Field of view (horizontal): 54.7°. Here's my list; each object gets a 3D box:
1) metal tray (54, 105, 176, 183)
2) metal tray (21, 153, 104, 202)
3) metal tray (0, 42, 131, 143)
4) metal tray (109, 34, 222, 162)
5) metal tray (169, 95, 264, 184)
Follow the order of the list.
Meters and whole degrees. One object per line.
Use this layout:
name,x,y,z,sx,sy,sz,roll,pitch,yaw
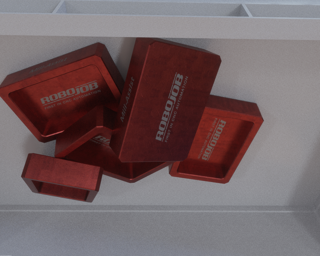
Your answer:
metal tray,-0.054,0.027,0.398,0.090,0.030,0.131,-31,139,31
metal tray,-0.131,0.073,0.426,0.091,0.030,0.129,13,157,-12
metal tray,-0.108,-0.037,0.370,0.130,0.030,0.090,-16,129,12
metal tray,0.005,-0.026,0.336,0.091,0.030,0.129,3,114,-33
metal tray,0.070,0.019,0.421,0.091,0.030,0.129,10,130,-9
